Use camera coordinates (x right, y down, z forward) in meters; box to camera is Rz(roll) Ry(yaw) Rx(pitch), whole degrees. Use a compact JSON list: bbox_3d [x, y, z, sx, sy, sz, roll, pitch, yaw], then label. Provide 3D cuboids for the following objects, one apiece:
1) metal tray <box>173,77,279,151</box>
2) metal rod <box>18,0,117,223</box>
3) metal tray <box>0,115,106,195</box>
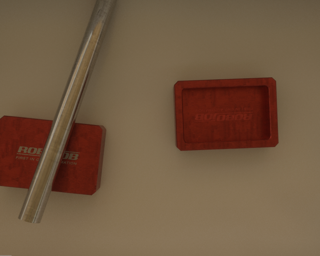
[{"bbox_3d":[0.085,-0.018,0.409,0.131,0.030,0.089,-2,90,-1],"label":"metal tray"},{"bbox_3d":[-0.109,-0.035,0.384,0.025,0.025,0.299,16,80,-1],"label":"metal rod"},{"bbox_3d":[-0.142,0.035,0.407,0.131,0.030,0.089,6,90,-1],"label":"metal tray"}]
